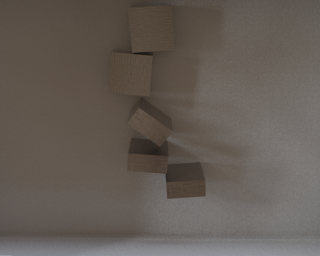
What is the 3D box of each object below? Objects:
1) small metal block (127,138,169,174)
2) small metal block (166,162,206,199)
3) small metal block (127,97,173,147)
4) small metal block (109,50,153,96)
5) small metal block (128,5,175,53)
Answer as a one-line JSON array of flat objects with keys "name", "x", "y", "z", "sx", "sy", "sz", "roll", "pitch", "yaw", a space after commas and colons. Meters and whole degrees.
[{"name": "small metal block", "x": -0.016, "y": 0.036, "z": 0.411, "sx": 0.050, "sy": 0.050, "sz": 0.025, "roll": 4, "pitch": 110, "yaw": -2}, {"name": "small metal block", "x": 0.034, "y": 0.071, "z": 0.425, "sx": 0.050, "sy": 0.050, "sz": 0.025, "roll": -4, "pitch": 110, "yaw": 1}, {"name": "small metal block", "x": -0.012, "y": -0.009, "z": 0.395, "sx": 0.050, "sy": 0.050, "sz": 0.025, "roll": 35, "pitch": 106, "yaw": -13}, {"name": "small metal block", "x": -0.036, "y": -0.069, "z": 0.386, "sx": 0.050, "sy": 0.025, "sz": 0.050, "roll": 5, "pitch": 110, "yaw": -2}, {"name": "small metal block", "x": -0.009, "y": -0.118, "z": 0.368, "sx": 0.050, "sy": 0.025, "sz": 0.050, "roll": -4, "pitch": 110, "yaw": 1}]
